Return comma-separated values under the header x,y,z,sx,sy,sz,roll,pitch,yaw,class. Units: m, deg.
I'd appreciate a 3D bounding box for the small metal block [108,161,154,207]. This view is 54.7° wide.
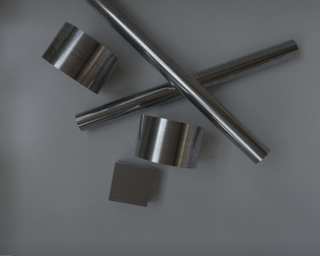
x,y,z,sx,sy,sz,roll,pitch,yaw,class
-0.037,0.073,0.411,0.050,0.025,0.050,10,90,-1,small metal block

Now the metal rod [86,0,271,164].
x,y,z,sx,sy,sz,roll,pitch,yaw,class
0.016,-0.070,0.388,0.025,0.025,0.300,-45,81,0,metal rod

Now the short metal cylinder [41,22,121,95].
x,y,z,sx,sy,sz,roll,pitch,yaw,class
-0.096,-0.085,0.383,0.080,0.080,0.050,35,90,-1,short metal cylinder

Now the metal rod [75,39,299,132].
x,y,z,sx,sy,sz,roll,pitch,yaw,class
0.036,-0.057,0.411,0.302,0.025,0.025,-19,90,-1,metal rod

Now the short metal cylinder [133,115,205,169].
x,y,z,sx,sy,sz,roll,pitch,yaw,class
0.011,0.016,0.384,0.080,0.080,0.050,12,90,-1,short metal cylinder
